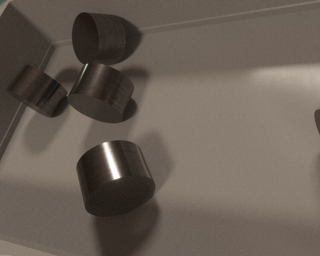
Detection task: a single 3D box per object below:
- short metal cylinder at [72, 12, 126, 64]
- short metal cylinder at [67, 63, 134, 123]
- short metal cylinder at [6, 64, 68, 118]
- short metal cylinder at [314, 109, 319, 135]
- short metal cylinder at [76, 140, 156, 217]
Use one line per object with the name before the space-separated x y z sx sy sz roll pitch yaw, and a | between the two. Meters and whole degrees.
short metal cylinder | -0.100 -0.144 0.502 0.080 0.050 0.079 15 111 44
short metal cylinder | -0.083 -0.048 0.441 0.080 0.080 0.050 5 64 30
short metal cylinder | -0.202 -0.060 0.510 0.080 0.080 0.050 20 72 35
short metal cylinder | 0.181 0.009 0.270 0.050 0.080 0.080 -26 53 12
short metal cylinder | -0.052 0.059 0.360 0.080 0.080 0.050 -32 52 7
